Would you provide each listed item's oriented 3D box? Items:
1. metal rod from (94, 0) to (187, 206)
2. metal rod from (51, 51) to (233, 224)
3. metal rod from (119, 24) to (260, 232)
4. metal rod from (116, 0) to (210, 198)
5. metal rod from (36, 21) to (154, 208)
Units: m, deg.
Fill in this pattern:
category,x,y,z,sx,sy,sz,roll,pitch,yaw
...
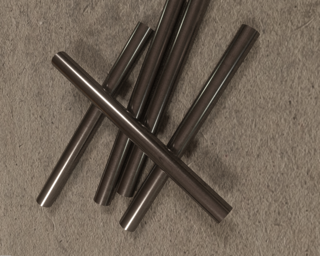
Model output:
category,x,y,z,sx,sy,sz,roll,pitch,yaw
metal rod,-0.029,-0.035,0.418,0.025,0.025,0.298,23,97,18
metal rod,-0.032,0.002,0.391,0.300,0.025,0.025,42,103,14
metal rod,0.032,0.008,0.397,0.025,0.025,0.299,34,101,16
metal rod,0.005,-0.049,0.406,0.025,0.025,0.298,24,98,18
metal rod,-0.096,-0.012,0.441,0.025,0.025,0.299,35,101,16
